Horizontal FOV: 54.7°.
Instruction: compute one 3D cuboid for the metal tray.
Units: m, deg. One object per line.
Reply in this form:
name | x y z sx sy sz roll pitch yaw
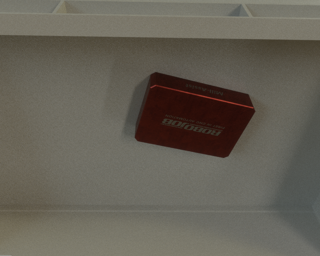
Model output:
metal tray | 0.041 -0.013 0.396 0.131 0.030 0.089 12 129 -11
